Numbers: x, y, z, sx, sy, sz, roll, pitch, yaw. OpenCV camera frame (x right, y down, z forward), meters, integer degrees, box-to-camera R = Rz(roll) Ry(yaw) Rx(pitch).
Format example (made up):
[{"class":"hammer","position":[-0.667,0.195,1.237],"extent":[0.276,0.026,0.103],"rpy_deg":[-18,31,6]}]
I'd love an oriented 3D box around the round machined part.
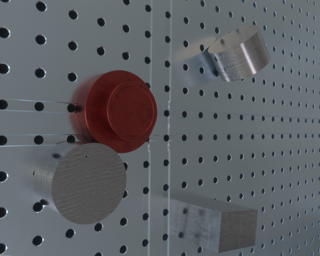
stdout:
[{"class":"round machined part","position":[-0.042,-0.019,0.363],"extent":[0.099,0.042,0.097],"rpy_deg":[0,90,-40]}]

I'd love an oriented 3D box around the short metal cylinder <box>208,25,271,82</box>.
[{"class":"short metal cylinder","position":[0.121,-0.114,0.474],"extent":[0.080,0.080,0.050],"rpy_deg":[-47,118,-30]}]

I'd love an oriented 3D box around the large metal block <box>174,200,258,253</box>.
[{"class":"large metal block","position":[0.079,0.135,0.440],"extent":[0.081,0.080,0.050],"rpy_deg":[9,84,-40]}]

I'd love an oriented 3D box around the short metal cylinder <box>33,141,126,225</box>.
[{"class":"short metal cylinder","position":[-0.083,0.054,0.324],"extent":[0.081,0.050,0.079],"rpy_deg":[0,90,-40]}]
